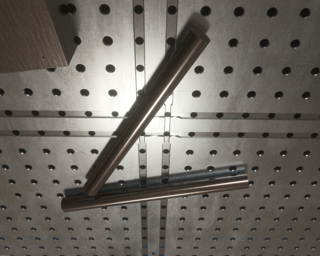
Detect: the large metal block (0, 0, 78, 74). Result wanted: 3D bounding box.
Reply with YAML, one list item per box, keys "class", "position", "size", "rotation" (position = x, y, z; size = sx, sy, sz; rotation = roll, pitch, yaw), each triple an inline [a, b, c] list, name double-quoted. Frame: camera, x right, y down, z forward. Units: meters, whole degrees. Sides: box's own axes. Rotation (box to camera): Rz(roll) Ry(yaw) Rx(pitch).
- class: "large metal block"
  position: [-0.136, -0.104, 0.305]
  size: [0.080, 0.050, 0.080]
  rotation: [-6, 130, 4]

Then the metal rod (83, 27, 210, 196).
- class: "metal rod"
  position: [-0.033, -0.001, 0.410]
  size: [0.025, 0.025, 0.298]
  rotation: [24, 126, -20]

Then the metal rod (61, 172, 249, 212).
- class: "metal rod"
  position: [-0.012, 0.105, 0.500]
  size: [0.301, 0.025, 0.025]
  rotation: [-9, 130, 7]
